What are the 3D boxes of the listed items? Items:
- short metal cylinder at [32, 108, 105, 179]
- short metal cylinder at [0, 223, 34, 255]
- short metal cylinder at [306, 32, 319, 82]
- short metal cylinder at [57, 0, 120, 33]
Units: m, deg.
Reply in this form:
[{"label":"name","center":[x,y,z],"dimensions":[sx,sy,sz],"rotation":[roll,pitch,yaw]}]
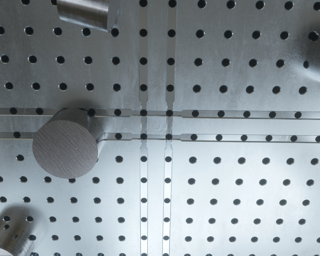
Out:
[{"label":"short metal cylinder","center":[-0.117,0.019,0.406],"dimensions":[0.081,0.050,0.079],"rotation":[0,110,0]},{"label":"short metal cylinder","center":[-0.241,0.194,0.469],"dimensions":[0.081,0.050,0.079],"rotation":[0,110,0]},{"label":"short metal cylinder","center":[0.227,-0.085,0.371],"dimensions":[0.081,0.050,0.079],"rotation":[0,110,0]},{"label":"short metal cylinder","center":[-0.071,-0.147,0.329],"dimensions":[0.050,0.080,0.079],"rotation":[13,110,-5]}]
